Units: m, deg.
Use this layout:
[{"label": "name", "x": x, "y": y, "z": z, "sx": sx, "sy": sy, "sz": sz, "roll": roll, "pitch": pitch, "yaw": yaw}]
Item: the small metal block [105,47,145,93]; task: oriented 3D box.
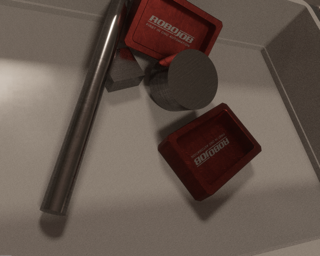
[{"label": "small metal block", "x": -0.057, "y": -0.081, "z": 0.426, "sx": 0.050, "sy": 0.025, "sz": 0.050, "roll": -20, "pitch": 72, "yaw": -36}]

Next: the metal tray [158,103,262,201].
[{"label": "metal tray", "x": 0.072, "y": 0.028, "z": 0.426, "sx": 0.131, "sy": 0.030, "sz": 0.090, "roll": -30, "pitch": 78, "yaw": -38}]

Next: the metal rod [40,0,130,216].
[{"label": "metal rod", "x": -0.079, "y": -0.049, "z": 0.369, "sx": 0.025, "sy": 0.025, "sz": 0.300, "roll": 20, "pitch": 61, "yaw": -17}]

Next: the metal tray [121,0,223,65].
[{"label": "metal tray", "x": 0.017, "y": -0.139, "z": 0.449, "sx": 0.131, "sy": 0.089, "sz": 0.030, "roll": 19, "pitch": 13, "yaw": -29}]

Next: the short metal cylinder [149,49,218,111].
[{"label": "short metal cylinder", "x": 0.032, "y": -0.064, "z": 0.428, "sx": 0.081, "sy": 0.050, "sz": 0.079, "roll": 0, "pitch": 89, "yaw": -30}]
